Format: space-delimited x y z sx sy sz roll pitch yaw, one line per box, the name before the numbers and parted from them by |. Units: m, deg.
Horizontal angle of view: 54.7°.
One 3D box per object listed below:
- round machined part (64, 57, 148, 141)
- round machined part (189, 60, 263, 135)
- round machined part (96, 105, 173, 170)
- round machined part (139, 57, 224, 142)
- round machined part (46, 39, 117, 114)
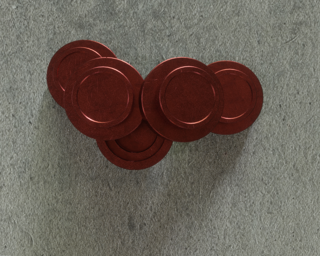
round machined part | -0.063 -0.034 0.359 0.099 0.042 0.097 0 90 -1
round machined part | 0.086 -0.040 0.403 0.099 0.042 0.097 0 90 -1
round machined part | -0.031 0.003 0.402 0.099 0.042 0.097 0 90 -1
round machined part | 0.028 -0.033 0.351 0.099 0.042 0.097 0 89 -14
round machined part | -0.098 -0.066 0.401 0.099 0.042 0.097 0 90 -1
